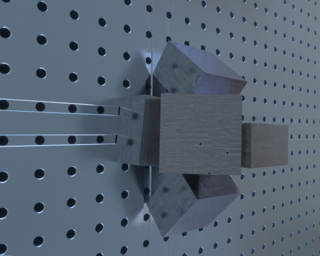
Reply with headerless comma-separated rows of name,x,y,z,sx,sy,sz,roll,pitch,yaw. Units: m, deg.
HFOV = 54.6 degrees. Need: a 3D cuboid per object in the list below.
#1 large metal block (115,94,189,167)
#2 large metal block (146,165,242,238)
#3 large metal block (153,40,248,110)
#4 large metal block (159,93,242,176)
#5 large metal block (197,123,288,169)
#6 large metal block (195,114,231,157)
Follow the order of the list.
large metal block,-0.005,0.006,0.388,0.081,0.050,0.080,9,85,-40
large metal block,0.042,0.091,0.401,0.081,0.050,0.080,3,133,-40
large metal block,0.051,-0.066,0.405,0.081,0.080,0.050,3,127,-40
large metal block,0.042,0.006,0.332,0.080,0.050,0.080,1,90,5
large metal block,0.105,0.020,0.395,0.081,0.080,0.050,2,89,-40
large metal block,0.061,0.010,0.442,0.081,0.050,0.080,4,88,-40
